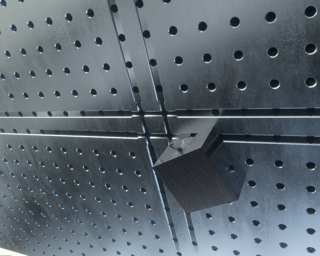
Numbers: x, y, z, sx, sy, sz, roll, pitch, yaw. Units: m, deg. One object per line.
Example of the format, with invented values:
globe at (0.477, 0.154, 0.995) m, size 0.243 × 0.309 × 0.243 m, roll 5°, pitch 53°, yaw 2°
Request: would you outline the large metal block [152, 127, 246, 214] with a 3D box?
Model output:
large metal block at (0.051, 0.056, 0.402) m, size 0.080 × 0.050 × 0.080 m, roll -27°, pitch 104°, yaw 37°
